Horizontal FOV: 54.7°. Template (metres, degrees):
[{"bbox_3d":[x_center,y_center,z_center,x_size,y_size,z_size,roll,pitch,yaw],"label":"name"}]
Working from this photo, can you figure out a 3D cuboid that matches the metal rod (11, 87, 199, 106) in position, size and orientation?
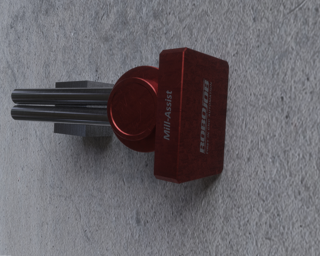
[{"bbox_3d":[-0.088,-0.042,0.418,0.301,0.025,0.025,3,92,27],"label":"metal rod"}]

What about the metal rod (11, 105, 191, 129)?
[{"bbox_3d":[-0.089,-0.016,0.419,0.301,0.025,0.025,4,92,27],"label":"metal rod"}]

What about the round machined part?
[{"bbox_3d":[-0.020,-0.021,0.346,0.098,0.042,0.097,1,93,29],"label":"round machined part"}]

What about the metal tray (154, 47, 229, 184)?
[{"bbox_3d":[0.036,-0.012,0.332,0.030,0.091,0.129,5,93,40],"label":"metal tray"}]

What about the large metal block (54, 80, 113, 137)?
[{"bbox_3d":[-0.118,-0.030,0.480,0.080,0.050,0.079,4,93,39],"label":"large metal block"}]
